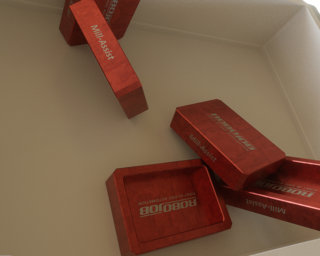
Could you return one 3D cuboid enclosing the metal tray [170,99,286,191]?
[{"bbox_3d":[0.087,0.015,0.409,0.091,0.030,0.130,-14,48,-38],"label":"metal tray"}]

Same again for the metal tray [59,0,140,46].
[{"bbox_3d":[-0.072,-0.166,0.402,0.091,0.129,0.030,-20,73,-36],"label":"metal tray"}]

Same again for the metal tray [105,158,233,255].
[{"bbox_3d":[0.012,0.087,0.357,0.131,0.030,0.090,-3,63,-30],"label":"metal tray"}]

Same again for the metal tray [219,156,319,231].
[{"bbox_3d":[0.150,0.070,0.383,0.091,0.130,0.030,-33,117,-39],"label":"metal tray"}]

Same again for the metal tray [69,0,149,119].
[{"bbox_3d":[-0.060,-0.083,0.381,0.030,0.090,0.130,-28,76,-4],"label":"metal tray"}]
